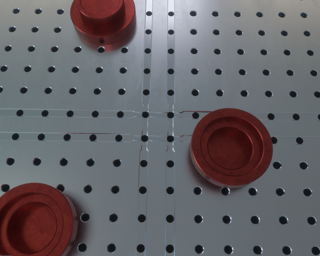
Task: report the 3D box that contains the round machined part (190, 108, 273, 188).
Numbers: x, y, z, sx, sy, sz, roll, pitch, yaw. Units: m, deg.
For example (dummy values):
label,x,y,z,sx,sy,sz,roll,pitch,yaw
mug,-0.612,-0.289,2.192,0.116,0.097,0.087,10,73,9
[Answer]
label,x,y,z,sx,sy,sz,roll,pitch,yaw
round machined part,0.087,0.028,0.393,0.099,0.042,0.098,0,70,0

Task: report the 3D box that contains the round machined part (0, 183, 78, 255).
label,x,y,z,sx,sy,sz,roll,pitch,yaw
round machined part,-0.144,0.116,0.360,0.099,0.042,0.098,0,70,0

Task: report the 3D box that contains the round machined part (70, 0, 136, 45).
label,x,y,z,sx,sy,sz,roll,pitch,yaw
round machined part,-0.086,-0.179,0.468,0.099,0.042,0.098,0,70,0
